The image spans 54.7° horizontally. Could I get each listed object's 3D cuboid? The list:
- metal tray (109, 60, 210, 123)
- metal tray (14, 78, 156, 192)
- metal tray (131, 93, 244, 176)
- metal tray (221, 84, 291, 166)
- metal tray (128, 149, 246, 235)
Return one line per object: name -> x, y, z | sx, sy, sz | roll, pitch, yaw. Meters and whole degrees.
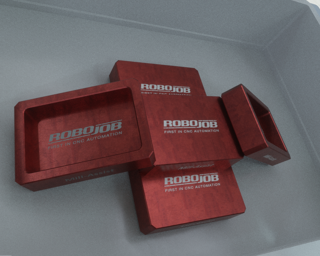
metal tray -> 0.003, -0.043, 0.427 | 0.131, 0.030, 0.090 | 0, 62, -29
metal tray -> -0.077, 0.006, 0.316 | 0.131, 0.030, 0.090 | -12, 66, -2
metal tray -> 0.031, 0.005, 0.375 | 0.131, 0.030, 0.090 | -1, 62, -29
metal tray -> 0.137, 0.000, 0.434 | 0.131, 0.030, 0.090 | 20, 49, -54
metal tray -> 0.033, 0.070, 0.373 | 0.131, 0.030, 0.090 | 0, 62, -29
